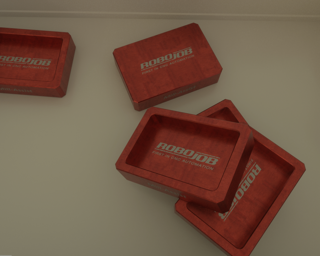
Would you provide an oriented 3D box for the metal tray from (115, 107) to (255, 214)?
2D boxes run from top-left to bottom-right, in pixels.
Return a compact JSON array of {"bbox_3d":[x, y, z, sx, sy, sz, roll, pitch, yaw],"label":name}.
[{"bbox_3d":[0.026,0.029,0.343,0.130,0.030,0.090,13,62,31],"label":"metal tray"}]

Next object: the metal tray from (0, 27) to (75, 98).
[{"bbox_3d":[-0.195,-0.094,0.438,0.131,0.030,0.090,5,70,1],"label":"metal tray"}]

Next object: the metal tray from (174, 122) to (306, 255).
[{"bbox_3d":[0.089,0.069,0.350,0.090,0.030,0.130,37,74,12],"label":"metal tray"}]

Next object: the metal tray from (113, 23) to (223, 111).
[{"bbox_3d":[0.010,-0.088,0.439,0.131,0.030,0.090,-21,72,-8],"label":"metal tray"}]

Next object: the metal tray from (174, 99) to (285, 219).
[{"bbox_3d":[0.084,0.038,0.394,0.090,0.030,0.130,-29,73,-11],"label":"metal tray"}]
